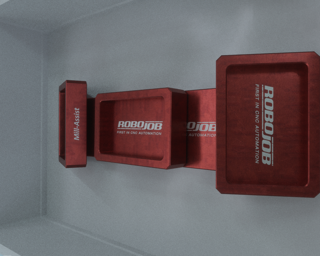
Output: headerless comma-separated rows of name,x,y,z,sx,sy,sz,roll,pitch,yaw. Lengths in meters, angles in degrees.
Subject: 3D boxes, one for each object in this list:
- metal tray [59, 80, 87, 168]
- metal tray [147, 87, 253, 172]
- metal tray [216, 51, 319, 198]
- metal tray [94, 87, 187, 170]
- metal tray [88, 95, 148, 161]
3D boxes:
metal tray,-0.141,-0.006,0.495,0.090,0.030,0.129,-179,89,-65
metal tray,0.042,0.001,0.367,0.130,0.030,0.089,0,90,40
metal tray,0.099,-0.003,0.294,0.090,0.030,0.129,0,90,11
metal tray,-0.029,0.000,0.386,0.130,0.030,0.089,1,90,40
metal tray,-0.057,-0.001,0.450,0.130,0.030,0.089,0,90,40
